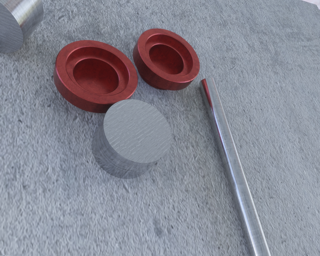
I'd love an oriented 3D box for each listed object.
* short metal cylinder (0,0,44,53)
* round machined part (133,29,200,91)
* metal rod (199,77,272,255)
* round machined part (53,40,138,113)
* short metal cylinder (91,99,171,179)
[{"bbox_3d":[-0.183,-0.133,0.352,0.080,0.080,0.050,26,53,-13],"label":"short metal cylinder"},{"bbox_3d":[0.006,-0.095,0.456,0.099,0.042,0.098,14,56,-21],"label":"round machined part"},{"bbox_3d":[0.102,0.059,0.424,0.025,0.025,0.299,3,61,-27],"label":"metal rod"},{"bbox_3d":[-0.081,-0.059,0.384,0.099,0.042,0.098,13,54,-19],"label":"round machined part"},{"bbox_3d":[-0.034,0.013,0.363,0.081,0.050,0.080,14,56,-21],"label":"short metal cylinder"}]
